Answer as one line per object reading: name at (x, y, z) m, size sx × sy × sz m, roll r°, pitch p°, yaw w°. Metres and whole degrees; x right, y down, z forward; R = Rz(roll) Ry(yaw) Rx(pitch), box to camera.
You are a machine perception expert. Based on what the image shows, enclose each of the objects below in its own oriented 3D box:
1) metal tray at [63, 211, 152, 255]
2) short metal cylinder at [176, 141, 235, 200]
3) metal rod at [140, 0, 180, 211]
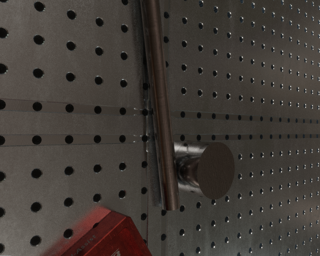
metal tray at (-0.071, 0.171, 0.348) m, size 0.131 × 0.030 × 0.090 m, roll -38°, pitch 114°, yaw -34°
short metal cylinder at (0.063, 0.059, 0.449) m, size 0.081 × 0.050 × 0.079 m, roll 0°, pitch 90°, yaw -40°
metal rod at (0.000, -0.039, 0.410) m, size 0.025 × 0.025 × 0.298 m, roll -10°, pitch 97°, yaw -40°
